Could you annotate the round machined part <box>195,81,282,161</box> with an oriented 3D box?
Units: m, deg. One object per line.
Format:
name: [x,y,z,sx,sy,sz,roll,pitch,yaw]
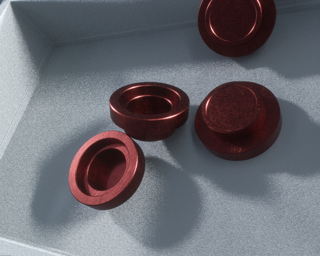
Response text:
round machined part: [0.086,-0.015,0.358,0.098,0.042,0.098,-13,56,20]

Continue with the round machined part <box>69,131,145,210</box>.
round machined part: [-0.062,0.056,0.392,0.098,0.042,0.098,-13,56,20]

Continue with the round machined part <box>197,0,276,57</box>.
round machined part: [0.095,-0.140,0.394,0.098,0.042,0.097,6,108,20]

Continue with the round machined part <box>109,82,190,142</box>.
round machined part: [-0.013,-0.019,0.392,0.099,0.042,0.098,1,34,-1]
